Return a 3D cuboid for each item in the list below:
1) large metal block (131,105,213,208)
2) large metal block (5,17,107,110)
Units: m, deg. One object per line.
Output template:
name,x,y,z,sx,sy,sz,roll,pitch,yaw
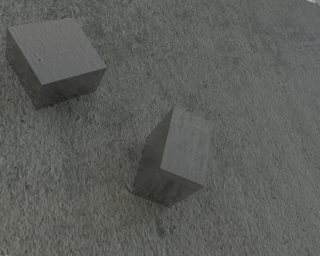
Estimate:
large metal block,0.014,0.035,0.354,0.050,0.080,0.080,24,53,-14
large metal block,-0.124,-0.079,0.369,0.081,0.050,0.080,-25,76,-37
